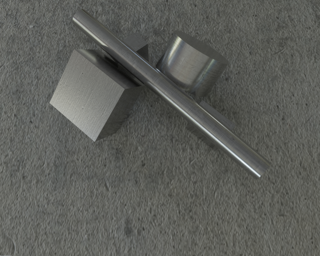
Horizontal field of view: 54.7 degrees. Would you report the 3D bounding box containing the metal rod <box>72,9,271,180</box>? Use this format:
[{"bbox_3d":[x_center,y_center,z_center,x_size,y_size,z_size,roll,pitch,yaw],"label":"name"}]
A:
[{"bbox_3d":[0.004,-0.049,0.374,0.300,0.025,0.025,41,75,13],"label":"metal rod"}]

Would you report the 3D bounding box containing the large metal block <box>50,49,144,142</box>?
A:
[{"bbox_3d":[-0.080,-0.043,0.392,0.080,0.050,0.080,39,115,12],"label":"large metal block"}]

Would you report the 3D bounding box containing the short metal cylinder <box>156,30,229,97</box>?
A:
[{"bbox_3d":[0.042,-0.084,0.405,0.080,0.080,0.050,37,115,12],"label":"short metal cylinder"}]

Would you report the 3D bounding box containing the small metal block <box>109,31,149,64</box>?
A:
[{"bbox_3d":[-0.044,-0.098,0.432,0.050,0.050,0.025,-37,75,-13],"label":"small metal block"}]

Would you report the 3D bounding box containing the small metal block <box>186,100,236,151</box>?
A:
[{"bbox_3d":[0.063,-0.002,0.394,0.050,0.050,0.025,39,75,12],"label":"small metal block"}]
